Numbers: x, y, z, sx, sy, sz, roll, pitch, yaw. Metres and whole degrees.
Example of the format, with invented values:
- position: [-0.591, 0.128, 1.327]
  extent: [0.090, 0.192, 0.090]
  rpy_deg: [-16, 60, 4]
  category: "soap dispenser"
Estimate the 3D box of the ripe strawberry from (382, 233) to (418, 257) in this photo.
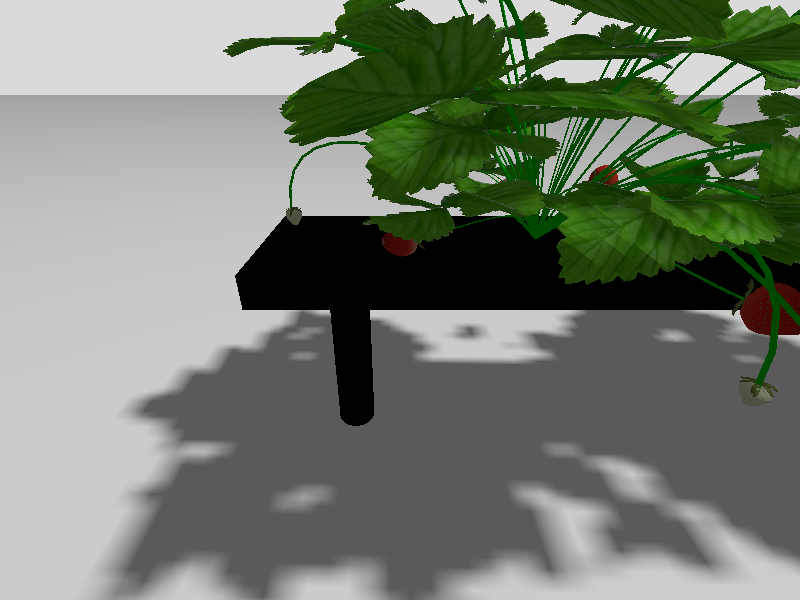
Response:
- position: [-0.001, -0.048, 0.328]
  extent: [0.028, 0.028, 0.027]
  rpy_deg: [-9, 30, -15]
  category: "ripe strawberry"

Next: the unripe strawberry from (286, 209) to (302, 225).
- position: [-0.106, -0.083, 0.403]
  extent: [0.016, 0.016, 0.015]
  rpy_deg: [5, 29, 9]
  category: "unripe strawberry"

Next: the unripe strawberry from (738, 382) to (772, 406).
- position: [0.147, 0.040, 0.167]
  extent: [0.010, 0.011, 0.011]
  rpy_deg: [-3, 29, -5]
  category: "unripe strawberry"

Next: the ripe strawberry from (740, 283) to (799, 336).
- position: [0.213, 0.007, 0.224]
  extent: [0.029, 0.030, 0.031]
  rpy_deg: [-15, 33, -25]
  category: "ripe strawberry"

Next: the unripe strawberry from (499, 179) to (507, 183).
- position: [0.127, -0.133, 0.484]
  extent: [0.024, 0.025, 0.026]
  rpy_deg: [0, 28, 1]
  category: "unripe strawberry"

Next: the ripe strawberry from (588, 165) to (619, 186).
- position: [0.248, -0.145, 0.488]
  extent: [0.034, 0.039, 0.037]
  rpy_deg: [22, 35, 34]
  category: "ripe strawberry"
